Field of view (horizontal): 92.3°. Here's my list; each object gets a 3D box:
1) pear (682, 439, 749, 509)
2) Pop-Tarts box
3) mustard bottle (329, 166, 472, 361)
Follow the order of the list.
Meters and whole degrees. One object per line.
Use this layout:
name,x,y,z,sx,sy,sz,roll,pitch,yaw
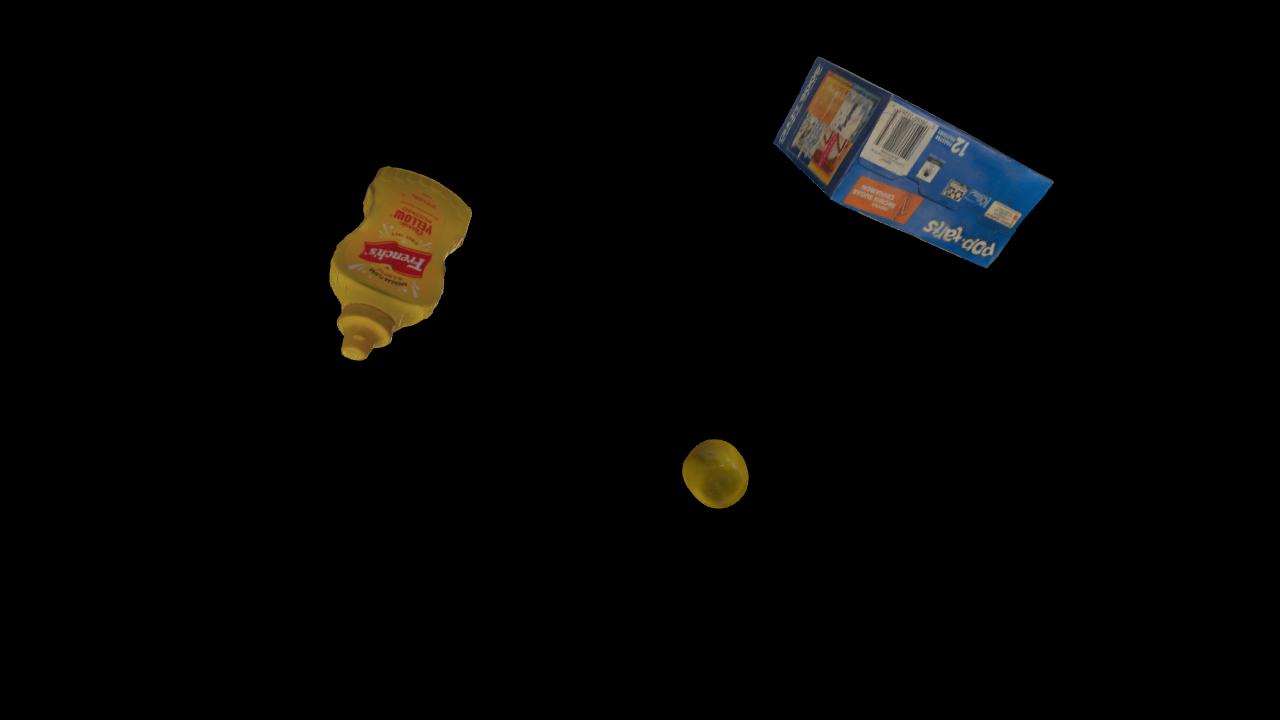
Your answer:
pear,0.084,0.127,0.739,0.080,0.080,0.111,0,13,-12
Pop-Tarts box,0.219,-0.166,0.515,0.167,0.083,0.141,16,32,-21
mustard bottle,-0.210,-0.078,0.523,0.092,0.184,0.054,28,-39,-27
